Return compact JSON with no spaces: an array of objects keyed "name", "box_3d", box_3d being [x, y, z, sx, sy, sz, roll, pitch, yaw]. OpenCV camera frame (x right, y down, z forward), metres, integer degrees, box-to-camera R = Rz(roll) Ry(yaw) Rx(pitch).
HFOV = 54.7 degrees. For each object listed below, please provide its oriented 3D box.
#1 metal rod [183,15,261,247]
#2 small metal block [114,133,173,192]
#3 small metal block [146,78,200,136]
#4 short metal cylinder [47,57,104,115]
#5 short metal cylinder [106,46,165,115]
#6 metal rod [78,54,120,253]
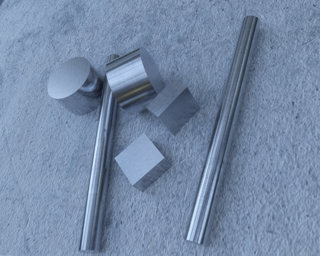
[{"name":"metal rod","box_3d":[0.081,-0.015,0.370,0.025,0.025,0.300,5,64,30]},{"name":"small metal block","box_3d":[-0.021,0.043,0.389,0.050,0.025,0.050,-41,51,0]},{"name":"small metal block","box_3d":[0.018,-0.026,0.394,0.050,0.050,0.025,-47,51,-4]},{"name":"short metal cylinder","box_3d":[-0.131,-0.067,0.498,0.080,0.050,0.080,-13,56,21]},{"name":"short metal cylinder","box_3d":[-0.030,-0.064,0.424,0.050,0.080,0.080,-22,54,15]},{"name":"metal rod","box_3d":[-0.079,0.015,0.435,0.025,0.025,0.299,-12,57,22]}]
